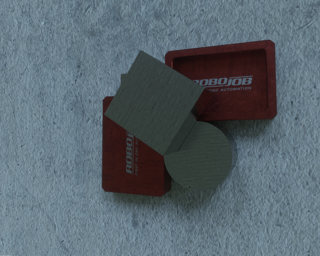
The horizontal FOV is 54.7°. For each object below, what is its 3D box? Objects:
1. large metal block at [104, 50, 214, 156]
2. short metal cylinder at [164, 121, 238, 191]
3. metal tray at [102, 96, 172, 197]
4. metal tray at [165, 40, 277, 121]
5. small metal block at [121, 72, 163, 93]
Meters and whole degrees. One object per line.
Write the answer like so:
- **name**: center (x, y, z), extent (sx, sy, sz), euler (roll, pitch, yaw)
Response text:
- **large metal block**: center (0.000, -0.027, 0.342), extent (0.080, 0.050, 0.080), euler (34, 101, 16)
- **short metal cylinder**: center (0.051, 0.032, 0.378), extent (0.080, 0.050, 0.080), euler (0, 90, 20)
- **metal tray**: center (-0.031, 0.022, 0.419), extent (0.090, 0.030, 0.129), euler (1, 90, 20)
- **metal tray**: center (0.073, -0.054, 0.381), extent (0.130, 0.030, 0.089), euler (-2, 89, 19)
- **small metal block**: center (-0.017, -0.055, 0.403), extent (0.050, 0.050, 0.025), euler (1, 91, 20)
